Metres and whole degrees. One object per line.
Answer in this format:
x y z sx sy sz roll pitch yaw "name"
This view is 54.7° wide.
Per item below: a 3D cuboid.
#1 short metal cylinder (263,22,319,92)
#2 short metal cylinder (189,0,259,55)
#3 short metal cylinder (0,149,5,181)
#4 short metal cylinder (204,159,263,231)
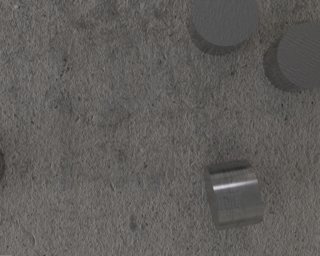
0.182 -0.088 0.399 0.081 0.050 0.080 0 90 0 "short metal cylinder"
0.079 -0.139 0.398 0.081 0.050 0.080 0 90 0 "short metal cylinder"
-0.251 0.050 0.395 0.081 0.050 0.080 0 90 0 "short metal cylinder"
0.088 0.082 0.383 0.050 0.080 0.080 -10 90 0 "short metal cylinder"
